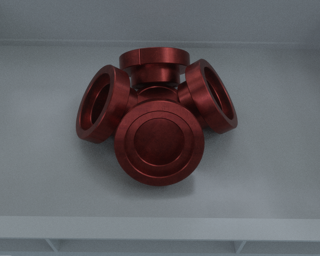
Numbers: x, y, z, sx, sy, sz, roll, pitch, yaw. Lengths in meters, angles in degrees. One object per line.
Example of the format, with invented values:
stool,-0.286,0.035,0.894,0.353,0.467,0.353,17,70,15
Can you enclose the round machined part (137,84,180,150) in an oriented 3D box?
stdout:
round machined part,-0.003,-0.021,0.409,0.099,0.042,0.098,0,50,0

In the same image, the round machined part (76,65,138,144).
round machined part,-0.064,-0.026,0.389,0.042,0.098,0.098,22,41,-32

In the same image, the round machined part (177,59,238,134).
round machined part,0.058,-0.036,0.400,0.042,0.098,0.098,-27,45,25

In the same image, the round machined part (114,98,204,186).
round machined part,-0.001,0.013,0.356,0.099,0.097,0.042,-1,14,-1

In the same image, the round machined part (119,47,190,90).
round machined part,-0.007,-0.078,0.433,0.099,0.098,0.042,-3,88,-3
